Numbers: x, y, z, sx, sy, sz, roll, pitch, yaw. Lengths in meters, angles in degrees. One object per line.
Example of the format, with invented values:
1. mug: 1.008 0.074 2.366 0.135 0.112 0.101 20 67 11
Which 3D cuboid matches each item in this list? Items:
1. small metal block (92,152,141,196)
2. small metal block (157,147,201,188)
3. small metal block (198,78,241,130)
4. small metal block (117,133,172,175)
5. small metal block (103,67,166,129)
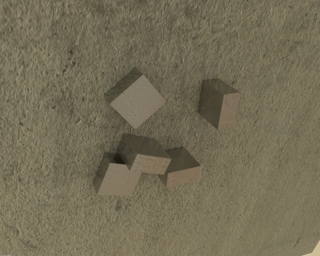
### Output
1. small metal block: -0.056 0.063 0.415 0.050 0.025 0.050 11 113 -33
2. small metal block: 0.022 0.054 0.436 0.050 0.050 0.025 -9 123 -24
3. small metal block: 0.077 -0.033 0.412 0.025 0.050 0.050 -11 123 -23
4. small metal block: -0.021 0.033 0.400 0.050 0.050 0.025 12 112 -33
5. small metal block: -0.029 -0.035 0.369 0.050 0.025 0.050 -42 130 0
